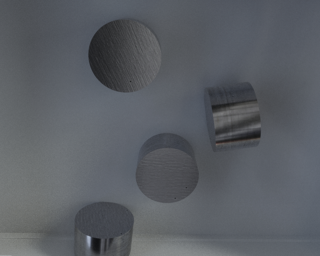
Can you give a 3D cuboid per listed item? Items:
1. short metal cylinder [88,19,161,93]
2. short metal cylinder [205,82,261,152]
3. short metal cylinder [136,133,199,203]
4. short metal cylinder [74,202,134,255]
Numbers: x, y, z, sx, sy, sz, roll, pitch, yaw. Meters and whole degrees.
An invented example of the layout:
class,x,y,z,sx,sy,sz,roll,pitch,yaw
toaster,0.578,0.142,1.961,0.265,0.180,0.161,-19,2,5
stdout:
class,x,y,z,sx,sy,sz,roll,pitch,yaw
short metal cylinder,-0.039,-0.087,0.366,0.081,0.050,0.079,0,110,0
short metal cylinder,0.086,-0.013,0.378,0.050,0.080,0.079,-8,110,3
short metal cylinder,0.009,0.053,0.417,0.081,0.050,0.079,0,110,0
short metal cylinder,-0.079,0.148,0.436,0.081,0.080,0.050,6,110,-3
